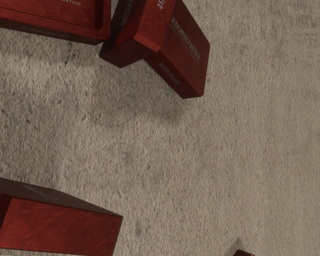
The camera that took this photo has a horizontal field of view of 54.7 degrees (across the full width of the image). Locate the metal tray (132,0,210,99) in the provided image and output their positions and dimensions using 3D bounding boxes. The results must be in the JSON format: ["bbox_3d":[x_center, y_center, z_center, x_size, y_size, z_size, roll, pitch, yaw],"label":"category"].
[{"bbox_3d":[0.020,-0.105,0.389,0.130,0.030,0.090,38,55,-49],"label":"metal tray"}]

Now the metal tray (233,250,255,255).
[{"bbox_3d":[0.120,0.279,0.506,0.131,0.030,0.090,-36,112,-34],"label":"metal tray"}]

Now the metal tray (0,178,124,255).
[{"bbox_3d":[-0.103,0.066,0.251,0.090,0.130,0.030,24,75,-38],"label":"metal tray"}]

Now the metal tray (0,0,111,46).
[{"bbox_3d":[-0.113,-0.140,0.307,0.131,0.030,0.089,0,90,-40],"label":"metal tray"}]

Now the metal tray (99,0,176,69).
[{"bbox_3d":[-0.018,-0.138,0.346,0.030,0.090,0.130,24,75,-30],"label":"metal tray"}]
